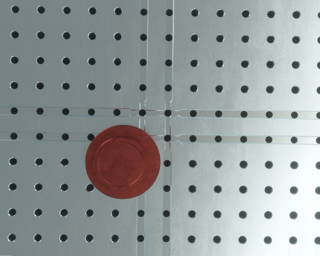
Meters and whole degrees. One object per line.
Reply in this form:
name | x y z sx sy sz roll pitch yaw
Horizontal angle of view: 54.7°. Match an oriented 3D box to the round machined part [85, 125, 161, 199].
round machined part | -0.048 0.045 0.404 0.099 0.042 0.097 0 90 -1
